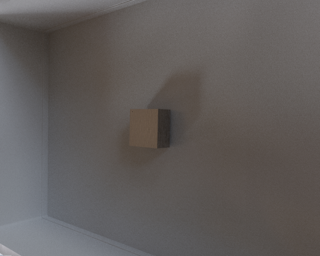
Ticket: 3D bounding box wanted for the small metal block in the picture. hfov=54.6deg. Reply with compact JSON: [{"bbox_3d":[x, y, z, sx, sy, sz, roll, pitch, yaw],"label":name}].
[{"bbox_3d":[-0.014,0.000,0.415,0.050,0.025,0.050,2,92,40],"label":"small metal block"}]
